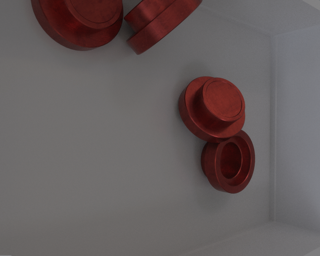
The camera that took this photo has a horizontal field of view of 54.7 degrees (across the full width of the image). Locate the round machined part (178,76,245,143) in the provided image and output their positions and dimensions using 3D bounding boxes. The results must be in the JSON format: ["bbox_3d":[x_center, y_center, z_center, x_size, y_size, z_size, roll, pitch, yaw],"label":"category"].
[{"bbox_3d":[0.079,-0.032,0.435,0.099,0.042,0.098,10,63,-20],"label":"round machined part"}]

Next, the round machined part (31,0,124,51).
[{"bbox_3d":[-0.079,-0.135,0.328,0.099,0.042,0.097,0,90,-40],"label":"round machined part"}]

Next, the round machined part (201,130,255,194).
[{"bbox_3d":[0.102,0.050,0.481,0.099,0.042,0.097,0,90,-40],"label":"round machined part"}]

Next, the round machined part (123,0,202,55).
[{"bbox_3d":[-0.003,-0.133,0.358,0.042,0.098,0.098,49,61,-17],"label":"round machined part"}]
